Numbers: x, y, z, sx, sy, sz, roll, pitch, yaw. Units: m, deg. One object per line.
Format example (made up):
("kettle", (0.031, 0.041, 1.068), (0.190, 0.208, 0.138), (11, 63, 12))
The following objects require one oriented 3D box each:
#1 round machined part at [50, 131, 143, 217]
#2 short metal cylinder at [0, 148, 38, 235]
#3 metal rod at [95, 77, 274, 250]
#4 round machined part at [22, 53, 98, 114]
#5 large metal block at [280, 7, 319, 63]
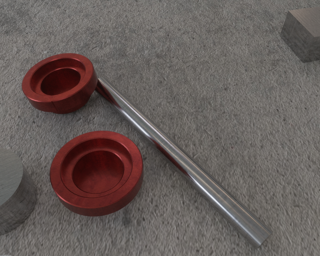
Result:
("round machined part", (-0.067, 0.053, 0.347), (0.099, 0.042, 0.098), (0, 50, 0))
("short metal cylinder", (-0.179, 0.068, 0.329), (0.081, 0.050, 0.080), (0, 50, 0))
("metal rod", (0.008, 0.024, 0.382), (0.025, 0.025, 0.300), (-33, 57, -24))
("round machined part", (-0.136, -0.058, 0.435), (0.099, 0.042, 0.098), (-4, 51, 5))
("large metal block", (0.266, -0.160, 0.524), (0.081, 0.050, 0.080), (-11, 51, -9))
